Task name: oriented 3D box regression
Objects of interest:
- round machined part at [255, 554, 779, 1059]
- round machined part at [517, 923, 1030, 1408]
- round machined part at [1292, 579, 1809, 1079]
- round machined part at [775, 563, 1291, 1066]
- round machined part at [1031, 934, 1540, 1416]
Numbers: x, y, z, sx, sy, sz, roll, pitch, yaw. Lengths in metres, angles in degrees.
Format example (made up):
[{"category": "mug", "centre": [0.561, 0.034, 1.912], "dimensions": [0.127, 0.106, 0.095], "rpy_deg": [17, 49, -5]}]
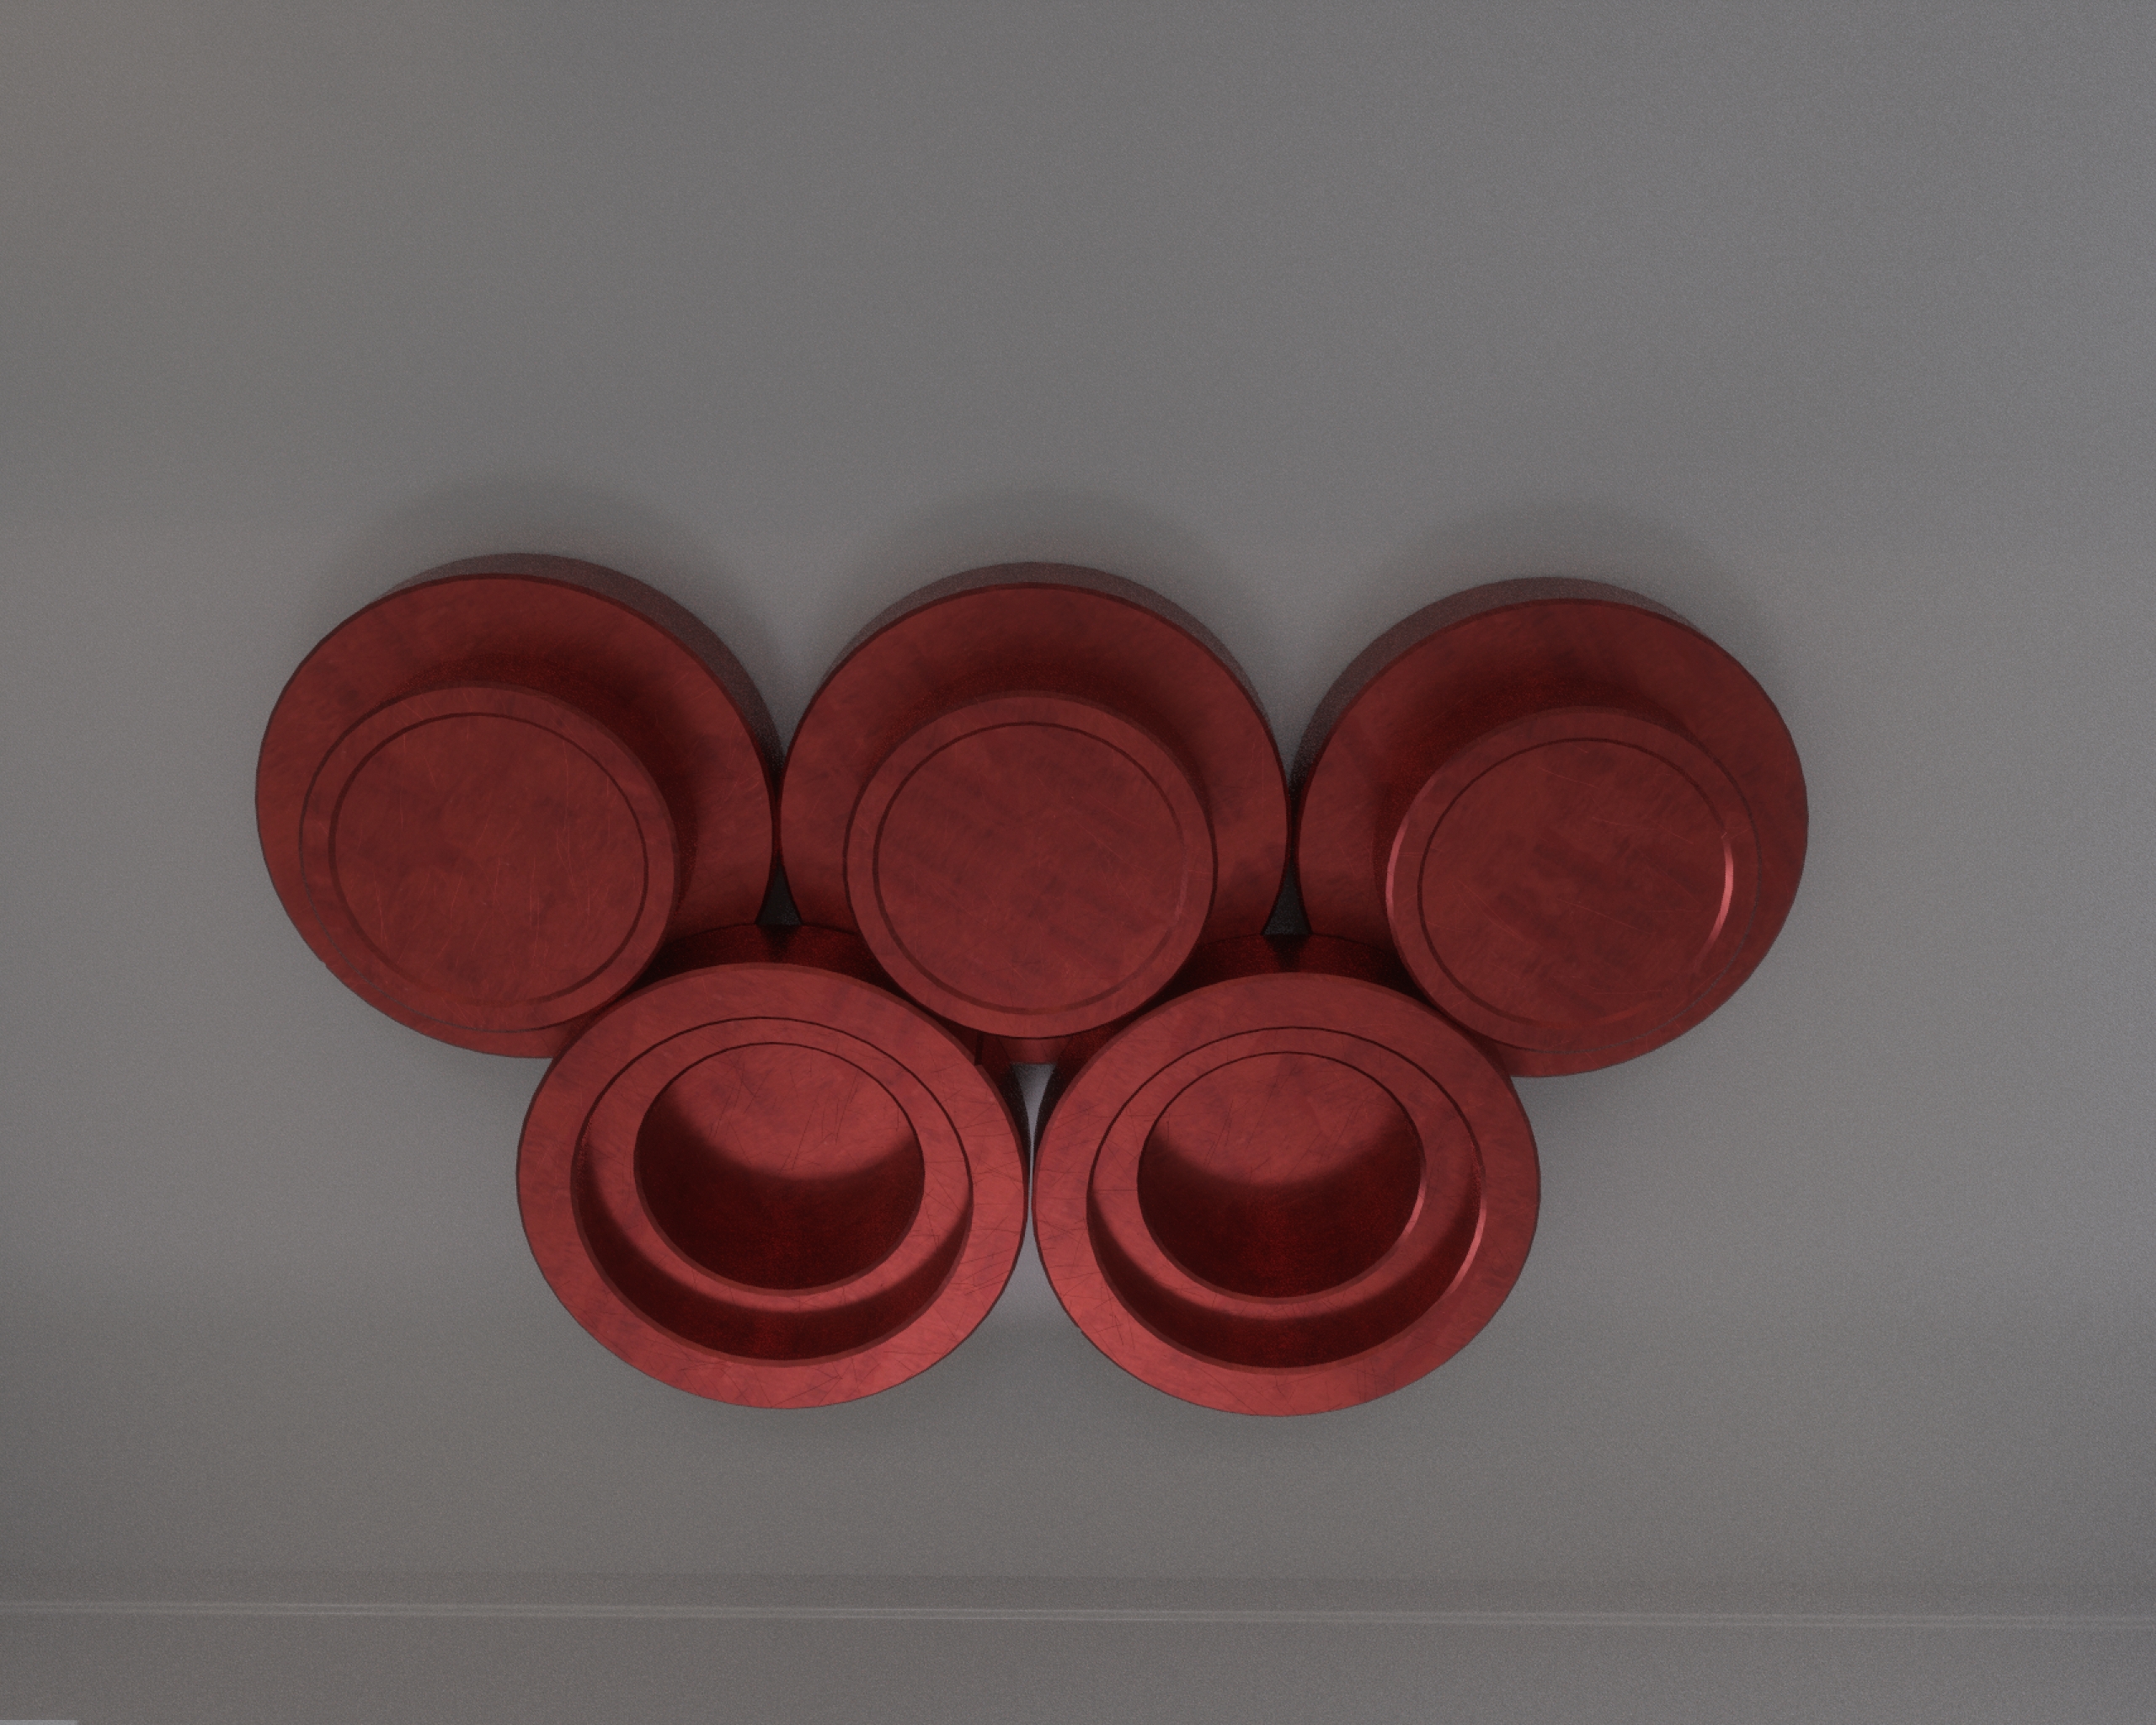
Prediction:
[{"category": "round machined part", "centre": [-0.107, -0.007, 0.396], "dimensions": [0.099, 0.042, 0.097], "rpy_deg": [0, 109, -1]}, {"category": "round machined part", "centre": [-0.059, 0.057, 0.421], "dimensions": [0.099, 0.042, 0.097], "rpy_deg": [0, 110, 0]}, {"category": "round machined part", "centre": [0.091, -0.002, 0.399], "dimensions": [0.099, 0.042, 0.097], "rpy_deg": [0, 109, 0]}, {"category": "round machined part", "centre": [-0.009, -0.005, 0.398], "dimensions": [0.099, 0.042, 0.097], "rpy_deg": [0, 109, 0]}, {"category": "round machined part", "centre": [0.040, 0.059, 0.422], "dimensions": [0.099, 0.042, 0.097], "rpy_deg": [0, 110, 0]}]
